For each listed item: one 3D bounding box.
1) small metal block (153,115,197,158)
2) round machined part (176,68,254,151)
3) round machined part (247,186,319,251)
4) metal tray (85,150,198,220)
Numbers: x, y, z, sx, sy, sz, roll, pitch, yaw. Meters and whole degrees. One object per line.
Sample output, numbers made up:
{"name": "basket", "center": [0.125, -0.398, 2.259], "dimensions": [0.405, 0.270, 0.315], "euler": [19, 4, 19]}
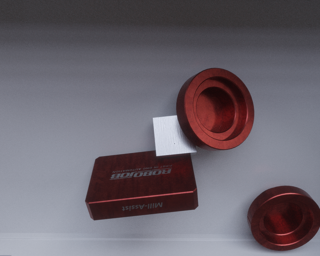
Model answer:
{"name": "small metal block", "center": [0.019, 0.011, 0.403], "dimensions": [0.050, 0.025, 0.050], "euler": [-6, 77, 2]}
{"name": "round machined part", "center": [0.063, -0.020, 0.379], "dimensions": [0.099, 0.042, 0.097], "euler": [4, 81, -24]}
{"name": "round machined part", "center": [0.176, 0.126, 0.451], "dimensions": [0.099, 0.042, 0.097], "euler": [0, 110, -1]}
{"name": "metal tray", "center": [-0.022, 0.068, 0.399], "dimensions": [0.131, 0.090, 0.030], "euler": [-7, 121, 2]}
